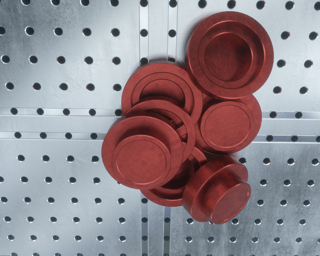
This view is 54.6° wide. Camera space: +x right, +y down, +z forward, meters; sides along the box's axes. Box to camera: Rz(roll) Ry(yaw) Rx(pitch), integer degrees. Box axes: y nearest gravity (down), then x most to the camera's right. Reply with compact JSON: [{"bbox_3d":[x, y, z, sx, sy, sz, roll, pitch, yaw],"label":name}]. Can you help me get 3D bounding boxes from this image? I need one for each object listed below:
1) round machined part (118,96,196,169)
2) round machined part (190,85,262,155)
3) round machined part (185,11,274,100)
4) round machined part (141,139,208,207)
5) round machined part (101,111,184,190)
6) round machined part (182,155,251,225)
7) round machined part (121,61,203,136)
[{"bbox_3d":[-0.004,0.005,0.406,0.099,0.042,0.097,0,110,0],"label":"round machined part"},{"bbox_3d":[0.083,-0.008,0.401,0.099,0.042,0.097,0,110,0],"label":"round machined part"},{"bbox_3d":[0.077,-0.081,0.363,0.099,0.042,0.097,0,89,-7],"label":"round machined part"},{"bbox_3d":[0.017,0.055,0.425,0.099,0.042,0.097,0,110,0],"label":"round machined part"},{"bbox_3d":[-0.021,0.032,0.371,0.099,0.042,0.097,0,110,0],"label":"round machined part"},{"bbox_3d":[0.081,0.088,0.411,0.099,0.042,0.097,-20,130,-26],"label":"round machined part"},{"bbox_3d":[0.003,-0.036,0.391,0.099,0.042,0.097,0,110,0],"label":"round machined part"}]
